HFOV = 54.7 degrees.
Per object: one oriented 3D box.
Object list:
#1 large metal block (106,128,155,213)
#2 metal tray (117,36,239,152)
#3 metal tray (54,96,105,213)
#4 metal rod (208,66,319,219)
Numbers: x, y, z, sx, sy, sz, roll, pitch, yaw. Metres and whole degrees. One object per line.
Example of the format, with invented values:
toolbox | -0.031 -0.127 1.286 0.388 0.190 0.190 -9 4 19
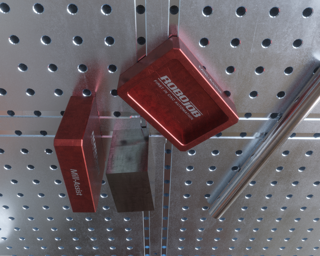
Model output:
large metal block | -0.036 0.057 0.424 0.050 0.080 0.080 -4 130 3
metal tray | 0.024 -0.034 0.378 0.090 0.030 0.130 -32 124 24
metal tray | -0.098 0.035 0.397 0.030 0.090 0.129 1 130 -1
metal rod | 0.146 0.040 0.446 0.025 0.025 0.298 15 129 -13
